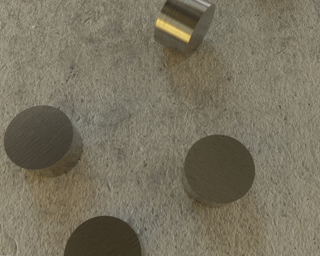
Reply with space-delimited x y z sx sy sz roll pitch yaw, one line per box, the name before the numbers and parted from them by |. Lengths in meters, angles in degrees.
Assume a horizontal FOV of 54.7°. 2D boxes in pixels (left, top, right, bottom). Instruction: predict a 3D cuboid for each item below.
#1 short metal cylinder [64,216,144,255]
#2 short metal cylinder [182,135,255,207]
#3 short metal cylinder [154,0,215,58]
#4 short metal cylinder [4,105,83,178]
short metal cylinder | -0.059 0.140 0.343 0.081 0.050 0.080 0 70 0
short metal cylinder | 0.068 0.054 0.376 0.081 0.050 0.080 0 70 0
short metal cylinder | 0.035 -0.145 0.432 0.050 0.080 0.080 31 73 10
short metal cylinder | -0.142 0.018 0.387 0.081 0.050 0.080 0 70 0
